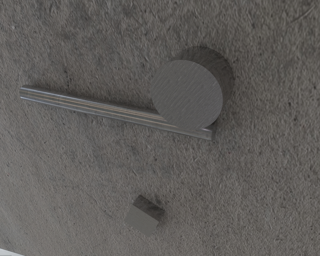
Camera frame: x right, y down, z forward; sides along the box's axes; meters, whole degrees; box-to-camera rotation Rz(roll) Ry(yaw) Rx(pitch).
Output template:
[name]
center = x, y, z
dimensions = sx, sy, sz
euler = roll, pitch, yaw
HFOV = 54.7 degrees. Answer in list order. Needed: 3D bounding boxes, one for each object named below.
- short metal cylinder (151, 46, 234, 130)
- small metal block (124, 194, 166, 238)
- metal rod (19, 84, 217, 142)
[short metal cylinder]
center = 0.037, -0.045, 0.344
dimensions = 0.080, 0.050, 0.079
euler = 13, 124, 21
[small metal block]
center = -0.026, 0.145, 0.510
dimensions = 0.050, 0.025, 0.050
euler = 31, 128, 8
[metal rod]
center = -0.071, -0.026, 0.428
dimensions = 0.301, 0.025, 0.025
euler = 12, 124, 21
